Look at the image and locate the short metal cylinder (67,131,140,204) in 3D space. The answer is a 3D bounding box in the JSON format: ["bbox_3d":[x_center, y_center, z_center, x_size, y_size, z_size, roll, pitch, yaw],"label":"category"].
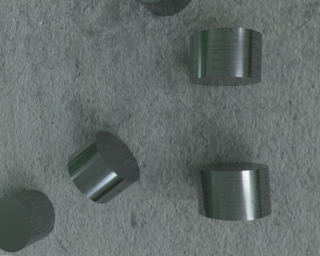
[{"bbox_3d":[-0.072,0.050,0.404,0.050,0.080,0.080,-39,78,16],"label":"short metal cylinder"}]

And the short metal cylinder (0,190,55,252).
[{"bbox_3d":[-0.208,0.138,0.467,0.080,0.050,0.079,0,90,19],"label":"short metal cylinder"}]

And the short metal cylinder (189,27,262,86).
[{"bbox_3d":[0.074,-0.077,0.353,0.080,0.080,0.050,2,91,19],"label":"short metal cylinder"}]

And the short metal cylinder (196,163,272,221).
[{"bbox_3d":[0.082,0.069,0.350,0.080,0.080,0.050,-3,89,19],"label":"short metal cylinder"}]

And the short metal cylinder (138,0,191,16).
[{"bbox_3d":[0.002,-0.191,0.394,0.080,0.050,0.079,0,90,19],"label":"short metal cylinder"}]
